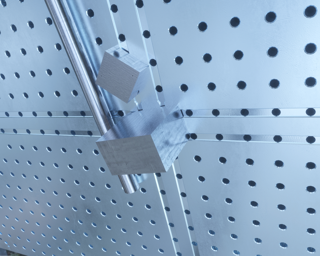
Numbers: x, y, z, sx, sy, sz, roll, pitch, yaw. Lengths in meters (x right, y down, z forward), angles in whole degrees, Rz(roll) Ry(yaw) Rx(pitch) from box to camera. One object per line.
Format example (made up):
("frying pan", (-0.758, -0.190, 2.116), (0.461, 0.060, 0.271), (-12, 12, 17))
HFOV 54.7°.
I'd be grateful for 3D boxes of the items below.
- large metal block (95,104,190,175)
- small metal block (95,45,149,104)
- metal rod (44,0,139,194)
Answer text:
("large metal block", (-0.019, 0.014, 0.393), (0.080, 0.080, 0.050), (-8, 114, 31))
("small metal block", (-0.049, -0.068, 0.394), (0.050, 0.025, 0.050), (33, 128, 6))
("metal rod", (-0.088, -0.034, 0.434), (0.025, 0.025, 0.298), (-4, 117, 30))
